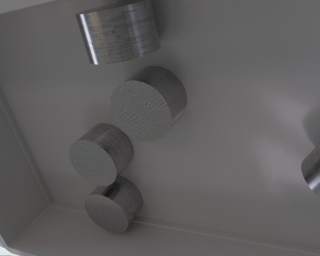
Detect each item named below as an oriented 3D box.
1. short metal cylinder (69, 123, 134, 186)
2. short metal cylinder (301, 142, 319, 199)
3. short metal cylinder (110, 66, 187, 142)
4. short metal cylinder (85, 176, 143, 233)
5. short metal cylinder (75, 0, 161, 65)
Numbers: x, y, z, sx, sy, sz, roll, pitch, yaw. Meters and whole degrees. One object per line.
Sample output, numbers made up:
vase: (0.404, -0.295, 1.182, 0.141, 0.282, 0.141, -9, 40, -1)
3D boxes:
short metal cylinder: (-0.086, 0.040, 0.463, 0.080, 0.050, 0.079, 13, 124, 21)
short metal cylinder: (0.188, 0.041, 0.299, 0.080, 0.080, 0.050, 31, 128, 8)
short metal cylinder: (-0.013, -0.030, 0.381, 0.080, 0.050, 0.079, 13, 124, 21)
short metal cylinder: (-0.075, 0.125, 0.509, 0.080, 0.050, 0.079, 13, 124, 21)
short metal cylinder: (-0.043, -0.105, 0.331, 0.080, 0.080, 0.050, 2, 119, 27)
